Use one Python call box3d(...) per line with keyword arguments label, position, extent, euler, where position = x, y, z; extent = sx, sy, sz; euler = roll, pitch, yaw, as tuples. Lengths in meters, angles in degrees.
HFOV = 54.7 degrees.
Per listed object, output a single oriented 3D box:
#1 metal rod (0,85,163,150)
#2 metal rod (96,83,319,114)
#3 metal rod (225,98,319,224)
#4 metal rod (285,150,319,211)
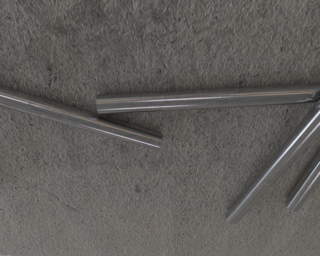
box3d(label="metal rod", position=(-0.141, -0.024, 0.385), extent=(0.302, 0.025, 0.025), euler=(17, 128, -14))
box3d(label="metal rod", position=(0.075, -0.037, 0.376), extent=(0.302, 0.025, 0.025), euler=(-3, 130, 2))
box3d(label="metal rod", position=(0.162, 0.057, 0.437), extent=(0.025, 0.025, 0.298), euler=(11, 135, -9))
box3d(label="metal rod", position=(0.244, 0.017, 0.423), extent=(0.025, 0.025, 0.298), euler=(6, 130, -6))
